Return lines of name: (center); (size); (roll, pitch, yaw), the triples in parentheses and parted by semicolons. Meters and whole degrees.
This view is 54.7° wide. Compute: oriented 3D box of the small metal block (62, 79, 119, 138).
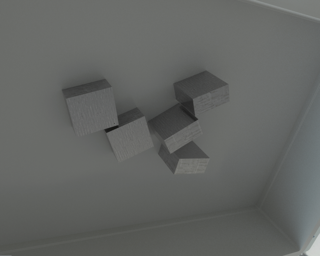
small metal block: (-0.078, -0.023, 0.353); (0.050, 0.025, 0.050); (-18, 126, -19)

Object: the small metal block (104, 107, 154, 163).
small metal block: (-0.041, 0.009, 0.393); (0.050, 0.025, 0.050); (-25, 128, -13)

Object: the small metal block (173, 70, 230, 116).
small metal block: (0.052, -0.046, 0.395); (0.050, 0.050, 0.025); (-23, 127, -15)

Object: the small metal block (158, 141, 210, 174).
small metal block: (0.033, 0.040, 0.437); (0.050, 0.050, 0.025); (3, 117, -30)

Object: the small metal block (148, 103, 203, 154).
small metal block: (0.020, -0.001, 0.404); (0.050, 0.050, 0.025); (-31, 129, -9)
